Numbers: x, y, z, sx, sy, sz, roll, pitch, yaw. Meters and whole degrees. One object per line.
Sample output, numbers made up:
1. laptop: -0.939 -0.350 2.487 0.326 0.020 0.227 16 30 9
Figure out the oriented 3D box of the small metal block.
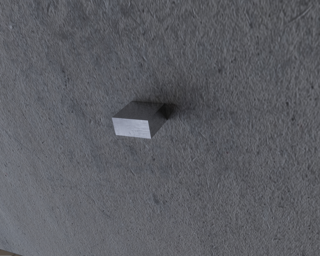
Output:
1. small metal block: -0.025 -0.012 0.396 0.050 0.050 0.025 5 121 25
